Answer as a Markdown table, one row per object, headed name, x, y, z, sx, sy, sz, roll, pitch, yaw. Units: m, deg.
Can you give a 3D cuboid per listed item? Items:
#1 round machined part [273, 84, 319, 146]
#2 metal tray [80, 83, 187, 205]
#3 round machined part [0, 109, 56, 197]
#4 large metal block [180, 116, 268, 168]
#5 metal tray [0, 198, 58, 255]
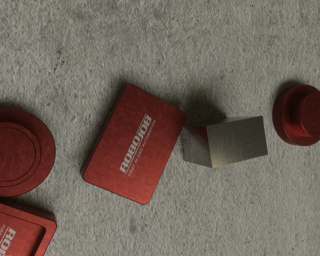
| name | x | y | z | sx | sy | sz | roll | pitch | yaw |
| --- | --- | --- | --- | --- | --- | --- | --- | --- | --- |
| round machined part | 0.231 | -0.020 | 0.488 | 0.099 | 0.042 | 0.097 | 0 | 90 | -21 |
| metal tray | -0.032 | 0.021 | 0.395 | 0.090 | 0.030 | 0.130 | 27 | 81 | -18 |
| round machined part | -0.166 | 0.027 | 0.339 | 0.099 | 0.042 | 0.097 | 0 | 90 | -21 |
| large metal block | 0.081 | 0.015 | 0.411 | 0.081 | 0.080 | 0.050 | -10 | 94 | -20 |
| metal tray | -0.183 | 0.146 | 0.338 | 0.090 | 0.030 | 0.130 | 27 | 81 | -18 |
